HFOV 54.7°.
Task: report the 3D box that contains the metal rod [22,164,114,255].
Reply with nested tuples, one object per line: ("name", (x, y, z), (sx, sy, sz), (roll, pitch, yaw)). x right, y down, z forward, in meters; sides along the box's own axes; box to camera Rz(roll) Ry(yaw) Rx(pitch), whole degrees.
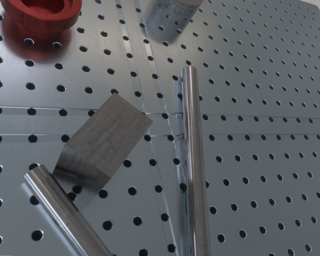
("metal rod", (-0.032, 0.159, 0.293), (0.025, 0.025, 0.300), (-34, 81, -38))

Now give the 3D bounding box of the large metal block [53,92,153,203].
("large metal block", (-0.061, 0.022, 0.327), (0.050, 0.080, 0.080), (38, 51, -3))

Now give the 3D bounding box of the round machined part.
("round machined part", (-0.158, -0.164, 0.412), (0.099, 0.042, 0.098), (14, 56, -21))

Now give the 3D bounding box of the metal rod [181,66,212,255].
("metal rod", (0.045, 0.039, 0.409), (0.025, 0.025, 0.299), (14, 56, -21))

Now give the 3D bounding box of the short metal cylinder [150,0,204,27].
("short metal cylinder", (0.030, -0.227, 0.547), (0.081, 0.050, 0.080), (14, 56, -21))
